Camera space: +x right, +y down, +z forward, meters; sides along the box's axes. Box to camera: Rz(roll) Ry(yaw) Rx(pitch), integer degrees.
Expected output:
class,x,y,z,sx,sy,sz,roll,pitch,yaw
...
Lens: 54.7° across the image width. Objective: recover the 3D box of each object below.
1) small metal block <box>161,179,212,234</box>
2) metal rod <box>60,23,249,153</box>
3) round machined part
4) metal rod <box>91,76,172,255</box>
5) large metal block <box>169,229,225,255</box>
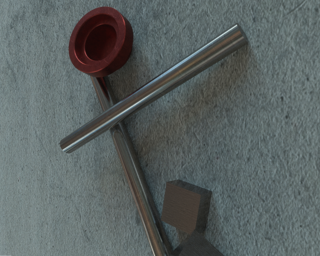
class,x,y,z,sx,sy,sz,roll,pitch,yaw
small metal block,0.032,0.095,0.377,0.050,0.025,0.050,14,99,39
metal rod,-0.027,-0.037,0.401,0.299,0.025,0.025,-29,72,28
round machined part,-0.080,-0.119,0.446,0.098,0.042,0.098,-6,77,26
metal rod,-0.046,0.040,0.440,0.025,0.025,0.299,-34,69,34
large metal block,0.040,0.168,0.321,0.080,0.080,0.050,41,116,10
